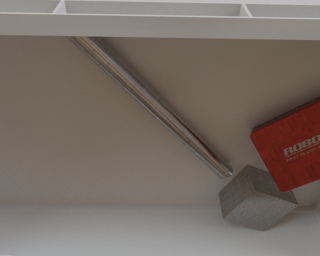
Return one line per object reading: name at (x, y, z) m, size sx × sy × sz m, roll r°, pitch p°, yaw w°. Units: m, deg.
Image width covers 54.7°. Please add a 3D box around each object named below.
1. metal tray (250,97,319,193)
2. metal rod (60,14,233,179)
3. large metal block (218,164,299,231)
metal tray at (0.195, 0.016, 0.393) m, size 0.130 × 0.030 × 0.090 m, roll -29°, pitch 92°, yaw 22°
metal rod at (0.003, -0.021, 0.391) m, size 0.025 × 0.025 × 0.300 m, roll -33°, pitch 124°, yaw 24°
large metal block at (0.152, 0.112, 0.491) m, size 0.080 × 0.050 × 0.079 m, roll 21°, pitch 127°, yaw -17°
